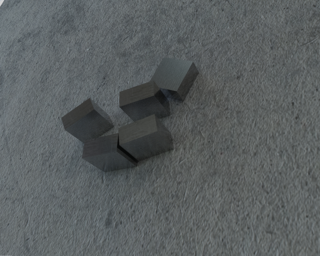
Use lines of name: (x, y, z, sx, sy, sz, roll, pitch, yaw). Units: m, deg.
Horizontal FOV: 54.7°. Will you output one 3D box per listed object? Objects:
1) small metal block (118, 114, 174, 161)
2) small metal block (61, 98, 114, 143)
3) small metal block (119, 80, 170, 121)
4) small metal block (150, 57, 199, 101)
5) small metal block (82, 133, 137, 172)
small metal block: (-0.017, 0.014, 0.388, 0.050, 0.050, 0.025, -21, 54, 15)
small metal block: (-0.104, -0.008, 0.447, 0.050, 0.050, 0.025, -34, 51, 6)
small metal block: (-0.020, -0.033, 0.418, 0.050, 0.050, 0.025, -16, 55, 19)
small metal block: (0.019, -0.069, 0.437, 0.050, 0.025, 0.050, 17, 71, 34)
small metal block: (-0.063, 0.033, 0.401, 0.050, 0.050, 0.025, -12, 57, 22)
